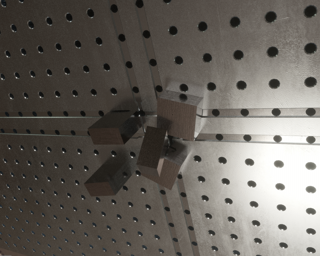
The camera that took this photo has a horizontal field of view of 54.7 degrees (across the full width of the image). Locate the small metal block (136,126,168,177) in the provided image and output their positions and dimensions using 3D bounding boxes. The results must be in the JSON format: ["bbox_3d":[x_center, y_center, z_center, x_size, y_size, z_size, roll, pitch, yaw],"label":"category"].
[{"bbox_3d":[-0.008,0.031,0.393,0.025,0.050,0.050,12,161,8],"label":"small metal block"}]

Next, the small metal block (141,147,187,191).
[{"bbox_3d":[0.005,0.053,0.440,0.050,0.025,0.050,26,127,11],"label":"small metal block"}]

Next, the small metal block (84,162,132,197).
[{"bbox_3d":[-0.081,0.081,0.486,0.050,0.050,0.025,-10,113,32],"label":"small metal block"}]

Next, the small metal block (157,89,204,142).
[{"bbox_3d":[0.024,-0.016,0.387,0.050,0.025,0.050,14,124,19],"label":"small metal block"}]

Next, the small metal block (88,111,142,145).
[{"bbox_3d":[-0.061,-0.001,0.425,0.050,0.050,0.025,-2,118,28],"label":"small metal block"}]
